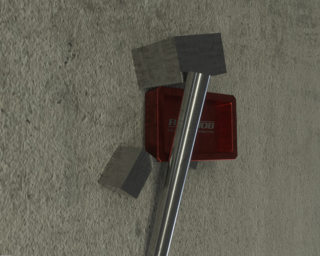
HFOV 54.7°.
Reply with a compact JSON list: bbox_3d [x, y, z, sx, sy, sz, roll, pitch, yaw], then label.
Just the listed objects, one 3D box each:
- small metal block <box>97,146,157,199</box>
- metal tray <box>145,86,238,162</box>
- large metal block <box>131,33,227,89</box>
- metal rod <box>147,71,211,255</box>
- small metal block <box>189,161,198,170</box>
[{"bbox_3d":[-0.038,0.050,0.358,0.025,0.050,0.050,43,64,-32],"label":"small metal block"},{"bbox_3d":[0.044,-0.002,0.407,0.131,0.030,0.089,2,85,-33],"label":"metal tray"},{"bbox_3d":[0.024,-0.084,0.391,0.081,0.080,0.050,-18,102,-39],"label":"large metal block"},{"bbox_3d":[0.013,0.083,0.364,0.025,0.025,0.298,2,106,-40],"label":"metal rod"},{"bbox_3d":[0.033,0.025,0.435,0.050,0.025,0.050,33,70,-36],"label":"small metal block"}]
